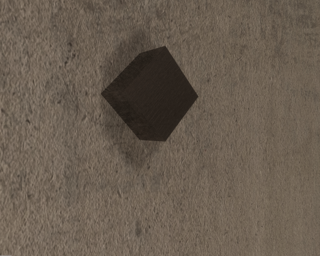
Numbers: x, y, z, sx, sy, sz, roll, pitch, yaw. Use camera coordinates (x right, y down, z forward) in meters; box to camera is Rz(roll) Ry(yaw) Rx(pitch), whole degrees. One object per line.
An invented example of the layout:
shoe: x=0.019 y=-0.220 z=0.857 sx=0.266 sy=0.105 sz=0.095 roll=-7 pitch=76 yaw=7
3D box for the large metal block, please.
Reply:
large metal block: x=-0.010 y=-0.040 z=0.382 sx=0.080 sy=0.050 sz=0.080 roll=53 pitch=59 yaw=-27
